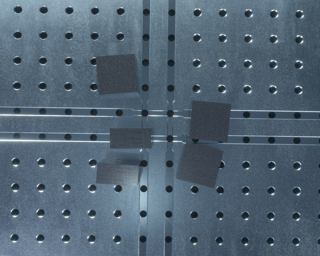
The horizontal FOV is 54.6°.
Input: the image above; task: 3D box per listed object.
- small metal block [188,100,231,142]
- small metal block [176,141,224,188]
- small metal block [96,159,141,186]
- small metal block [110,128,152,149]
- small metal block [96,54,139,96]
[{"bbox_3d":[0.065,-0.009,0.414,0.050,0.025,0.050,6,90,0],"label":"small metal block"},{"bbox_3d":[0.052,0.048,0.414,0.050,0.025,0.050,14,90,0],"label":"small metal block"},{"bbox_3d":[-0.052,0.056,0.401,0.050,0.050,0.025,4,90,0],"label":"small metal block"},{"bbox_3d":[-0.036,0.012,0.401,0.050,0.050,0.025,0,90,0],"label":"small metal block"},{"bbox_3d":[-0.056,-0.069,0.413,0.050,0.025,0.050,-4,90,0],"label":"small metal block"}]
